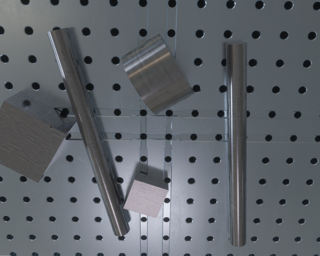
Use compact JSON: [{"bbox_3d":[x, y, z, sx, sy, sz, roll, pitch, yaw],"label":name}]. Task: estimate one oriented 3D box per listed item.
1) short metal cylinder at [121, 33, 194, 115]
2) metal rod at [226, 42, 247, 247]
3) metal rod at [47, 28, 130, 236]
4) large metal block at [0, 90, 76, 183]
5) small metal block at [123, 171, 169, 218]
[{"bbox_3d":[-0.002,-0.062,0.361,0.050,0.080,0.080,-30,108,10],"label":"short metal cylinder"},{"bbox_3d":[0.107,0.036,0.427,0.025,0.025,0.298,-5,110,2],"label":"metal rod"},{"bbox_3d":[-0.090,0.020,0.419,0.025,0.025,0.298,-12,110,4],"label":"metal rod"},{"bbox_3d":[-0.169,0.011,0.402,0.080,0.050,0.080,31,107,-11],"label":"large metal block"},{"bbox_3d":[-0.020,0.097,0.449,0.050,0.025,0.050,19,109,-7],"label":"small metal block"}]
